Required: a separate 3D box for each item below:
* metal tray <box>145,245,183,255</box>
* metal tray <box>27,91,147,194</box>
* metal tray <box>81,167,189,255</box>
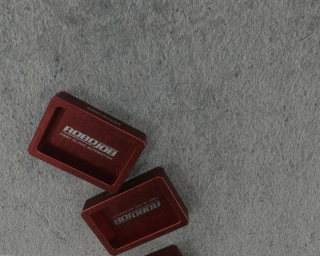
[{"bbox_3d":[-0.014,0.252,0.499,0.130,0.030,0.090,-25,108,9],"label":"metal tray"},{"bbox_3d":[-0.095,0.021,0.413,0.131,0.030,0.090,28,108,-10],"label":"metal tray"},{"bbox_3d":[-0.035,0.123,0.451,0.130,0.030,0.090,-26,108,9],"label":"metal tray"}]
